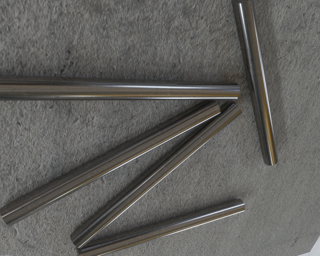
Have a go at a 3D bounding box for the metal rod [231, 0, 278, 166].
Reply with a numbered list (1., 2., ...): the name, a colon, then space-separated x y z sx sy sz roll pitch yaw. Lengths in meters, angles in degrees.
1. metal rod: 0.148 -0.048 0.460 0.025 0.025 0.299 -32 129 -8

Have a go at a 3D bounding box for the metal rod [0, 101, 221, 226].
1. metal rod: -0.054 0.038 0.402 0.302 0.025 0.025 -28 128 -11

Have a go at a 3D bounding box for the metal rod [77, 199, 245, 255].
1. metal rod: 0.015 0.166 0.520 0.303 0.025 0.025 -9 122 -24

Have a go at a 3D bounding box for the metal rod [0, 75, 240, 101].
1. metal rod: -0.031 -0.045 0.363 0.303 0.025 0.025 -3 120 -28

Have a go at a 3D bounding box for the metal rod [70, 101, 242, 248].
1. metal rod: -0.004 0.065 0.446 0.300 0.025 0.025 -40 130 -2
